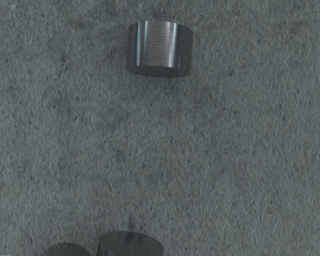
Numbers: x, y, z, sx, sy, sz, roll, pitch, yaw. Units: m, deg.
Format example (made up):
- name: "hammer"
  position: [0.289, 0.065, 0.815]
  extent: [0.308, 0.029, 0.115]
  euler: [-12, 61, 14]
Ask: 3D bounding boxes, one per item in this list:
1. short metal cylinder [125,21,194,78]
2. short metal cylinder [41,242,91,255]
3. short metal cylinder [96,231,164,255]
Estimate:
- name: "short metal cylinder"
  position: [-0.001, -0.094, 0.382]
  extent: [0.081, 0.080, 0.050]
  euler: [4, 90, -1]
- name: "short metal cylinder"
  position: [-0.128, 0.196, 0.396]
  extent: [0.081, 0.050, 0.079]
  euler: [0, 90, -1]
- name: "short metal cylinder"
  position: [-0.039, 0.167, 0.382]
  extent: [0.080, 0.080, 0.050]
  euler: [10, 90, -1]
